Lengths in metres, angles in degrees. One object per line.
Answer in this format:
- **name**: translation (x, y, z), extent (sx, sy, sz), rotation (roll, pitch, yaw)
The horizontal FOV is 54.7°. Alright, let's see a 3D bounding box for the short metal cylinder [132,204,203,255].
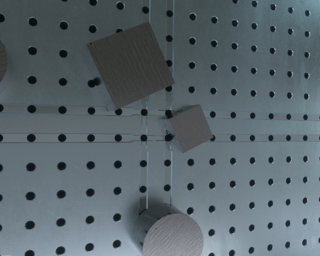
- **short metal cylinder**: translation (0.009, 0.145, 0.403), extent (0.081, 0.050, 0.079), rotation (0, 90, -20)

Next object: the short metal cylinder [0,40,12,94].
- **short metal cylinder**: translation (-0.202, -0.068, 0.325), extent (0.081, 0.050, 0.079), rotation (0, 90, -20)

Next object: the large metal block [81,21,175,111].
- **large metal block**: translation (-0.040, -0.074, 0.384), extent (0.081, 0.050, 0.080), rotation (-27, 99, -18)

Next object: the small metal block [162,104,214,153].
- **small metal block**: translation (0.038, 0.001, 0.427), extent (0.050, 0.025, 0.050), rotation (-26, 99, -18)
